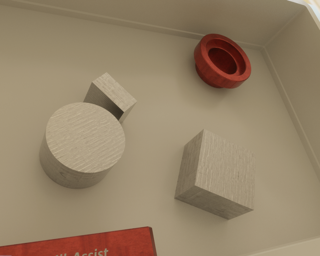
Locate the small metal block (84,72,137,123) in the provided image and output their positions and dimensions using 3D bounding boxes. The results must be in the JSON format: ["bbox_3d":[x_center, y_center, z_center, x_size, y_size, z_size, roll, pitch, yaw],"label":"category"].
[{"bbox_3d":[-0.062,-0.030,0.376,0.050,0.050,0.025,44,51,1],"label":"small metal block"}]

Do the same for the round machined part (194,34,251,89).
[{"bbox_3d":[0.098,-0.105,0.514,0.099,0.042,0.098,14,56,-21],"label":"round machined part"}]

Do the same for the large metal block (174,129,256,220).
[{"bbox_3d":[0.072,0.060,0.394,0.080,0.050,0.080,25,53,-14],"label":"large metal block"}]

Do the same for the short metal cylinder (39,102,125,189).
[{"bbox_3d":[-0.084,0.019,0.333,0.081,0.050,0.080,14,56,-21],"label":"short metal cylinder"}]

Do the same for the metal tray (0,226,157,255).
[{"bbox_3d":[-0.079,0.113,0.253,0.131,0.090,0.030,2,61,-28],"label":"metal tray"}]
